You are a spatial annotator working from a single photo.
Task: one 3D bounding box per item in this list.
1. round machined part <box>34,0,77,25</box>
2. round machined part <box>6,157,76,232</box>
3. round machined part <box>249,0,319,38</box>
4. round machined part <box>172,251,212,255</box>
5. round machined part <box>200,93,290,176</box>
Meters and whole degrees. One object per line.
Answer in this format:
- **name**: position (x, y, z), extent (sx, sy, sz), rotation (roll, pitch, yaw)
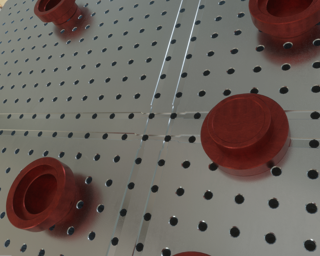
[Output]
- **round machined part**: position (-0.223, -0.267, 0.681), extent (0.098, 0.042, 0.098), rotation (-13, 56, 21)
- **round machined part**: position (-0.156, 0.092, 0.424), extent (0.098, 0.042, 0.098), rotation (-13, 56, 21)
- **round machined part**: position (0.170, -0.158, 0.405), extent (0.098, 0.042, 0.098), rotation (-13, 56, 21)
- **round machined part**: position (0.034, 0.166, 0.278), extent (0.098, 0.042, 0.098), rotation (-13, 56, 21)
- **round machined part**: position (0.092, 0.001, 0.349), extent (0.098, 0.042, 0.098), rotation (-13, 56, 21)
